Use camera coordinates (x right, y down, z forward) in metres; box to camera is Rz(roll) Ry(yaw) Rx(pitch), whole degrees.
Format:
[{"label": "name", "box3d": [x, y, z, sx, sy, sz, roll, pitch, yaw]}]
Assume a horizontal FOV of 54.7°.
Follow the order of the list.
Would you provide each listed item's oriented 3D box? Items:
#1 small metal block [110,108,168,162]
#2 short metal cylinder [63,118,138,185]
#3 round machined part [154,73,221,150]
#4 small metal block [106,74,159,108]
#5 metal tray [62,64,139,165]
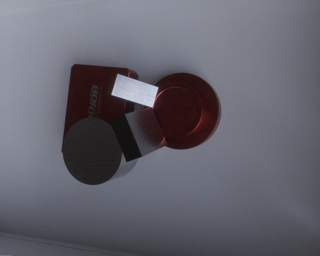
[{"label": "small metal block", "box3d": [-0.024, 0.006, 0.361, 0.025, 0.050, 0.050, -23, 89, 37]}, {"label": "short metal cylinder", "box3d": [-0.073, 0.027, 0.388, 0.080, 0.050, 0.079, 0, 90, 19]}, {"label": "round machined part", "box3d": [0.025, -0.021, 0.390, 0.098, 0.042, 0.097, 0, 90, 19]}, {"label": "small metal block", "box3d": [-0.036, -0.045, 0.380, 0.050, 0.050, 0.025, 16, 90, -18]}, {"label": "metal tray", "box3d": [-0.084, -0.020, 0.432, 0.090, 0.030, 0.129, 8, 93, 19]}]
